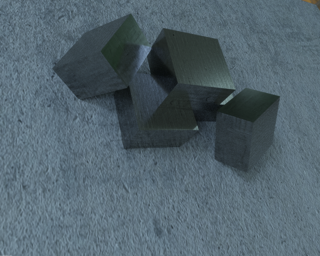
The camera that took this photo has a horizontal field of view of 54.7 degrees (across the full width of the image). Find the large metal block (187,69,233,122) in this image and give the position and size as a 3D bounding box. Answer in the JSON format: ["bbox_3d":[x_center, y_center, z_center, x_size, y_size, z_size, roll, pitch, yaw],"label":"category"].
[{"bbox_3d":[0.053,-0.056,0.454,0.081,0.050,0.080,0,62,-29],"label":"large metal block"}]

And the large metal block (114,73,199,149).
[{"bbox_3d":[-0.007,-0.021,0.397,0.081,0.050,0.080,0,62,-29],"label":"large metal block"}]

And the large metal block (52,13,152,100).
[{"bbox_3d":[-0.068,-0.086,0.378,0.050,0.080,0.080,55,43,-33],"label":"large metal block"}]

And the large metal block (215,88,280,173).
[{"bbox_3d":[0.120,0.001,0.428,0.050,0.079,0.081,22,41,34],"label":"large metal block"}]

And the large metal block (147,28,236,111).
[{"bbox_3d":[0.037,-0.070,0.387,0.081,0.050,0.080,2,61,-28],"label":"large metal block"}]
